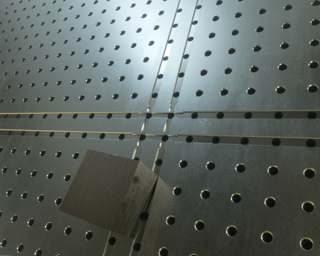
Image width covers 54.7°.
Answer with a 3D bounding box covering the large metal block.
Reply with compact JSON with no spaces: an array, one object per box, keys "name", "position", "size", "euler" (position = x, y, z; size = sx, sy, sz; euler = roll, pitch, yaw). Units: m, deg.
[{"name":"large metal block","position":[-0.060,0.078,0.374],"size":[0.080,0.050,0.080],"euler":[9,66,31]}]
